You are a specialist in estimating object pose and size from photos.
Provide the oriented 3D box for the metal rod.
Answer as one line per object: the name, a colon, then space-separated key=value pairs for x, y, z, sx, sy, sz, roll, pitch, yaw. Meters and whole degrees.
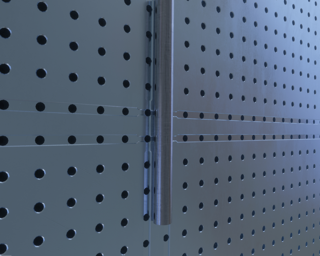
metal rod: x=0.005 y=-0.024 z=0.412 sx=0.025 sy=0.025 sz=0.298 roll=1 pitch=90 yaw=-40
